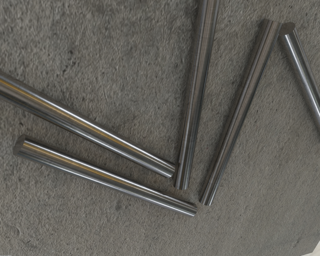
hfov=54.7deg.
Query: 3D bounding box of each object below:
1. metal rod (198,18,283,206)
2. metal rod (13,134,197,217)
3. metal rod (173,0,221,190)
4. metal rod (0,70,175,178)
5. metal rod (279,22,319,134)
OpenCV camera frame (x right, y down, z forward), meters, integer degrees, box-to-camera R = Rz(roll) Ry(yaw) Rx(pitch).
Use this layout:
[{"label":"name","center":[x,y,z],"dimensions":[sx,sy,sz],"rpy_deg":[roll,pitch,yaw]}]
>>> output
[{"label":"metal rod","center":[0.112,-0.008,0.462],"dimensions":[0.025,0.025,0.298],"rpy_deg":[0,118,-29]},{"label":"metal rod","center":[-0.050,0.078,0.427],"dimensions":[0.301,0.025,0.025],"rpy_deg":[30,102,-38]},{"label":"metal rod","center":[0.045,-0.042,0.404],"dimensions":[0.025,0.025,0.298],"rpy_deg":[-9,122,-24]},{"label":"metal rod","center":[-0.088,-0.001,0.357],"dimensions":[0.301,0.025,0.025],"rpy_deg":[32,101,-38]},{"label":"metal rod","center":[0.252,-0.052,0.511],"dimensions":[0.025,0.025,0.300],"rpy_deg":[-44,129,2]}]
